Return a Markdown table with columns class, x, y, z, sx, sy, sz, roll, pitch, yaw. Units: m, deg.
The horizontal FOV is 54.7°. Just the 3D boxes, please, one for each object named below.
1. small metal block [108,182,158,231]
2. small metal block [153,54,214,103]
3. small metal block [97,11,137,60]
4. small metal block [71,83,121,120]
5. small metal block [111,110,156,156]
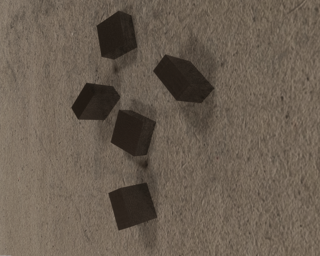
| class | x | y | z | sx | sy | sz | roll | pitch | yaw |
| --- | --- | --- | --- | --- | --- | --- | --- | --- | --- |
| small metal block | -0.036 | 0.104 | 0.416 | 0.025 | 0.050 | 0.050 | -29 | 72 | 36 |
| small metal block | 0.028 | -0.057 | 0.364 | 0.025 | 0.050 | 0.050 | -50 | 61 | 28 |
| small metal block | -0.064 | -0.135 | 0.455 | 0.050 | 0.025 | 0.050 | -17 | 80 | 38 |
| small metal block | -0.096 | -0.038 | 0.465 | 0.050 | 0.050 | 0.025 | -51 | 61 | 28 |
| small metal block | -0.038 | 0.006 | 0.434 | 0.050 | 0.025 | 0.050 | 26 | 106 | 36 |
